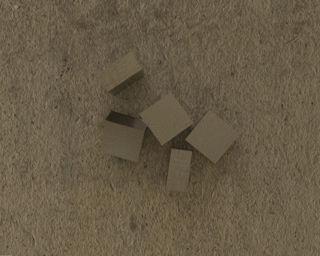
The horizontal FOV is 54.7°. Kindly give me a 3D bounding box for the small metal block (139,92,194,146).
[{"bbox_3d":[0.008,-0.012,0.410,0.050,0.025,0.050,-36,90,0],"label":"small metal block"}]

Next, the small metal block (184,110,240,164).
[{"bbox_3d":[0.067,0.011,0.410,0.050,0.025,0.050,39,90,0],"label":"small metal block"}]

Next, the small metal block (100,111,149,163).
[{"bbox_3d":[-0.045,0.011,0.397,0.050,0.025,0.050,16,122,3],"label":"small metal block"}]

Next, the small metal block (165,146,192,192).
[{"bbox_3d":[0.023,0.051,0.398,0.025,0.050,0.050,8,90,0],"label":"small metal block"}]

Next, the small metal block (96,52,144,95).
[{"bbox_3d":[-0.049,-0.068,0.397,0.050,0.050,0.025,-34,90,0],"label":"small metal block"}]
